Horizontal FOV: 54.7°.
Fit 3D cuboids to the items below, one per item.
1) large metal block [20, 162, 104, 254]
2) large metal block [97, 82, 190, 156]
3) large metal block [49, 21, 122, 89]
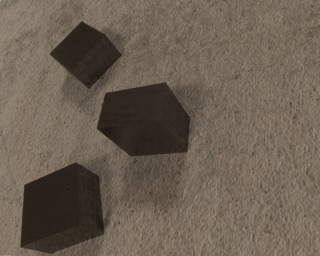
[{"bbox_3d":[-0.121,0.101,0.388,0.080,0.050,0.080,-24,53,13],"label":"large metal block"},{"bbox_3d":[-0.016,-0.006,0.380,0.080,0.080,0.050,-7,59,24],"label":"large metal block"},{"bbox_3d":[-0.128,-0.126,0.530,0.080,0.050,0.080,-48,52,-6],"label":"large metal block"}]
